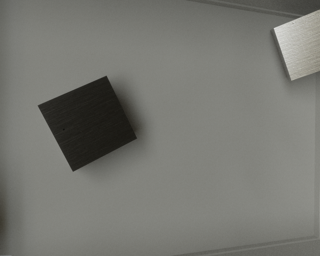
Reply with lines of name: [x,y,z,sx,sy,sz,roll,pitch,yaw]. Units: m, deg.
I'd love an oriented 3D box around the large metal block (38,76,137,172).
large metal block: [-0.086,-0.006,0.365,0.081,0.050,0.080,-28,99,-18]

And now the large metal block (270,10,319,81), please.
large metal block: [0.219,-0.124,0.457,0.080,0.050,0.080,-20,99,18]
